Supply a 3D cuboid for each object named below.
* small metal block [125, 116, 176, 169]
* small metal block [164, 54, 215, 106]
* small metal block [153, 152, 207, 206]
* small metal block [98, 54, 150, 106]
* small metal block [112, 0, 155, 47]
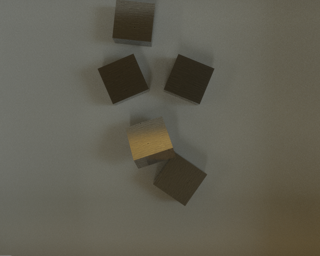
[{"bbox_3d":[-0.012,0.018,0.399,0.050,0.025,0.050,-18,57,0],"label":"small metal block"},{"bbox_3d":[0.038,-0.063,0.411,0.050,0.025,0.050,22,90,0],"label":"small metal block"},{"bbox_3d":[0.026,0.066,0.411,0.050,0.025,0.050,35,90,0],"label":"small metal block"},{"bbox_3d":[-0.047,-0.063,0.411,0.050,0.025,0.050,-23,90,0],"label":"small metal block"},{"bbox_3d":[-0.034,-0.138,0.411,0.050,0.025,0.050,6,90,0],"label":"small metal block"}]
